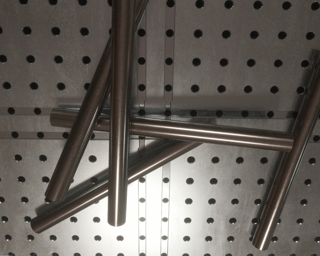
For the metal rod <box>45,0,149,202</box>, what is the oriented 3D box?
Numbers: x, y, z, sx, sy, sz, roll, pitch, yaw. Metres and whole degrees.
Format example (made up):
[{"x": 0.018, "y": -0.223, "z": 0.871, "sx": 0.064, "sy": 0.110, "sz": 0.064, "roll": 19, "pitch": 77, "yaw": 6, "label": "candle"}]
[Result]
[{"x": -0.072, "y": -0.047, "z": 0.370, "sx": 0.025, "sy": 0.025, "sz": 0.298, "roll": 23, "pitch": 99, "yaw": -9, "label": "metal rod"}]

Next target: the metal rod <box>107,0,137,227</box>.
[{"x": -0.047, "y": -0.011, "z": 0.368, "sx": 0.025, "sy": 0.025, "sz": 0.298, "roll": 4, "pitch": 112, "yaw": -2, "label": "metal rod"}]

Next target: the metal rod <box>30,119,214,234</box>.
[{"x": -0.057, "y": 0.073, "z": 0.439, "sx": 0.300, "sy": 0.025, "sz": 0.025, "roll": -30, "pitch": 108, "yaw": 10, "label": "metal rod"}]

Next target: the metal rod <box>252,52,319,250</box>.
[{"x": 0.184, "y": 0.044, "z": 0.432, "sx": 0.025, "sy": 0.025, "sz": 0.298, "roll": 10, "pitch": 110, "yaw": -4, "label": "metal rod"}]

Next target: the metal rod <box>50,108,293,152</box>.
[{"x": 0.011, "y": 0.002, "z": 0.394, "sx": 0.302, "sy": 0.025, "sz": 0.025, "roll": 6, "pitch": 110, "yaw": 5, "label": "metal rod"}]
